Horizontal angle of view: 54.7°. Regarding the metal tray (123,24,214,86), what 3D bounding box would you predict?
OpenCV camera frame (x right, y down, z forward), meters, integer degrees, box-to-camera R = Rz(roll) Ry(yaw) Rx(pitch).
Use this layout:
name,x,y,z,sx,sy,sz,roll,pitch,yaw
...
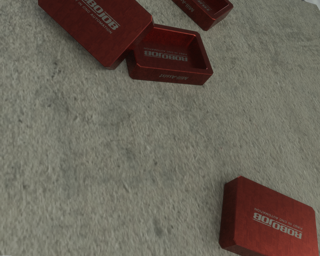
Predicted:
name,x,y,z,sx,sy,sz,roll,pitch,yaw
metal tray,0.011,-0.115,0.478,0.131,0.030,0.090,1,62,-28

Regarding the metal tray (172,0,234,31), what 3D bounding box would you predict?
name,x,y,z,sx,sy,sz,roll,pitch,yaw
metal tray,0.069,-0.254,0.595,0.130,0.030,0.090,44,51,2

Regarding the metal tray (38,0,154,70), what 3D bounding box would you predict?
name,x,y,z,sx,sy,sz,roll,pitch,yaw
metal tray,-0.084,-0.154,0.415,0.130,0.030,0.090,43,95,1

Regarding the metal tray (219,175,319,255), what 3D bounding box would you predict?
name,x,y,z,sx,sy,sz,roll,pitch,yaw
metal tray,0.143,0.128,0.402,0.131,0.030,0.090,25,53,-14
